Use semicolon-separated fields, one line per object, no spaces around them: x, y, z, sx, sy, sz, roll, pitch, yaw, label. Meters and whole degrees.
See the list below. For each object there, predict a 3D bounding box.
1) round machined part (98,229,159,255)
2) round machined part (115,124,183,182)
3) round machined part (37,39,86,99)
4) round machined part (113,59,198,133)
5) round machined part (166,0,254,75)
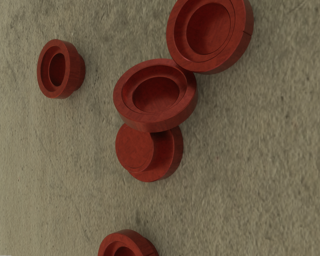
-0.037;0.187;0.423;0.098;0.042;0.097;0;90;39;round machined part
-0.021;0.023;0.409;0.098;0.042;0.097;0;90;39;round machined part
-0.164;-0.098;0.526;0.098;0.042;0.097;0;90;39;round machined part
-0.003;-0.035;0.373;0.098;0.042;0.098;-6;54;9;round machined part
0.058;-0.108;0.345;0.098;0.042;0.097;0;90;39;round machined part
